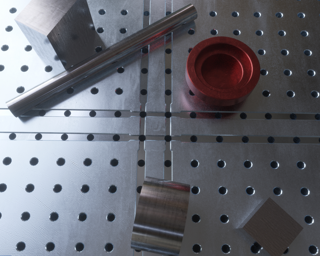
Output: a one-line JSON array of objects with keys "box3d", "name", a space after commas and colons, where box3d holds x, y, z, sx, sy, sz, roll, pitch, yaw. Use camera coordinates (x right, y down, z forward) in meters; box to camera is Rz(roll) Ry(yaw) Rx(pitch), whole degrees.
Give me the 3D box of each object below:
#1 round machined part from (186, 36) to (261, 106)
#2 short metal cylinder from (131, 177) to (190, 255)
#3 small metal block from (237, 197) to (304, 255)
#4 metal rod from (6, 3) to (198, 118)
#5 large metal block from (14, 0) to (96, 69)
[{"box3d": [0.084, -0.075, 0.431, 0.099, 0.042, 0.098, 0, 70, -1], "name": "round machined part"}, {"box3d": [0.002, 0.098, 0.347, 0.050, 0.080, 0.080, 11, 70, 3], "name": "short metal cylinder"}, {"box3d": [0.131, 0.120, 0.370, 0.050, 0.025, 0.050, -43, 76, -14], "name": "small metal block"}, {"box3d": [-0.075, -0.102, 0.448, 0.301, 0.025, 0.025, -32, 73, -11], "name": "metal rod"}, {"box3d": [-0.141, -0.144, 0.433, 0.050, 0.080, 0.080, 28, 72, 9], "name": "large metal block"}]
